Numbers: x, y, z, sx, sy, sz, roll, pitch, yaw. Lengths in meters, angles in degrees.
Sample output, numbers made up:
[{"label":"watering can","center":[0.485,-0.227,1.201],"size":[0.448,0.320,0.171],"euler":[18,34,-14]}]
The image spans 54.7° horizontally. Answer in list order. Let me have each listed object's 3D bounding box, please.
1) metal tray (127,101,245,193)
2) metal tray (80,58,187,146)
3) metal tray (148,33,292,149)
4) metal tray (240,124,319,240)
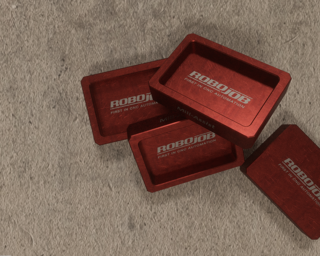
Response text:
[{"label":"metal tray","center":[0.034,0.022,0.387],"size":[0.131,0.030,0.090],"euler":[-17,120,-1]},{"label":"metal tray","center":[-0.028,-0.035,0.407],"size":[0.131,0.030,0.089],"euler":[-13,90,-1]},{"label":"metal tray","center":[0.064,-0.046,0.348],"size":[0.130,0.030,0.090],"euler":[30,71,21]},{"label":"metal tray","center":[0.184,0.069,0.410],"size":[0.090,0.030,0.130],"euler":[-45,91,0]}]
